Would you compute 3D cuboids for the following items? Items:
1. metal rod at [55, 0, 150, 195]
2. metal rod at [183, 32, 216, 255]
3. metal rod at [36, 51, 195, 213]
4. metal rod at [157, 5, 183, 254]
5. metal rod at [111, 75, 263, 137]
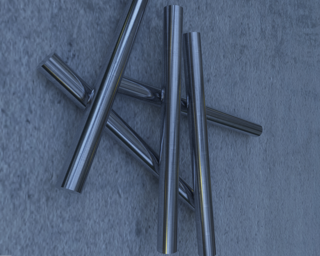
[{"bbox_3d":[-0.047,-0.076,0.341,0.025,0.025,0.299,33,62,-36],"label":"metal rod"},{"bbox_3d":[0.053,0.025,0.417,0.025,0.025,0.298,-8,96,-40],"label":"metal rod"},{"bbox_3d":[-0.026,0.026,0.385,0.300,0.025,0.025,47,62,-30],"label":"metal rod"},{"bbox_3d":[0.013,0.001,0.383,0.025,0.025,0.298,2,89,-40],"label":"metal rod"},{"bbox_3d":[0.058,-0.024,0.455,0.302,0.025,0.025,14,81,-39],"label":"metal rod"}]
